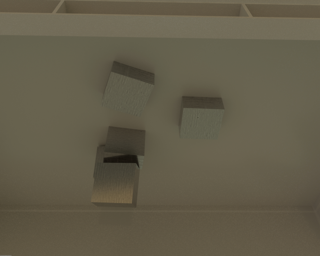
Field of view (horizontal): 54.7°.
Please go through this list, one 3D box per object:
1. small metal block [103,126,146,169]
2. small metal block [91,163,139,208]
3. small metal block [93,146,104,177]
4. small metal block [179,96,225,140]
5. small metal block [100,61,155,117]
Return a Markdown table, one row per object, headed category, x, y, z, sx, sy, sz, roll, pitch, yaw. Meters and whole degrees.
| category | x | y | z | sx | sy | sz | roll | pitch | yaw |
| --- | --- | --- | --- | --- | --- | --- | --- | --- | --- |
| small metal block | -0.047 | 0.026 | 0.414 | 0.050 | 0.050 | 0.025 | 7 | 130 | -7 |
| small metal block | -0.055 | 0.071 | 0.388 | 0.050 | 0.050 | 0.025 | 0 | 154 | 8 |
| small metal block | -0.063 | 0.052 | 0.434 | 0.050 | 0.050 | 0.025 | -4 | 140 | 3 |
| small metal block | 0.052 | -0.013 | 0.399 | 0.050 | 0.025 | 0.050 | 2 | 130 | -3 |
| small metal block | -0.039 | -0.046 | 0.370 | 0.050 | 0.025 | 0.050 | 16 | 128 | -14 |
